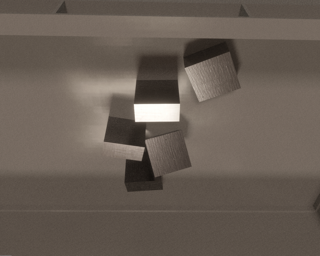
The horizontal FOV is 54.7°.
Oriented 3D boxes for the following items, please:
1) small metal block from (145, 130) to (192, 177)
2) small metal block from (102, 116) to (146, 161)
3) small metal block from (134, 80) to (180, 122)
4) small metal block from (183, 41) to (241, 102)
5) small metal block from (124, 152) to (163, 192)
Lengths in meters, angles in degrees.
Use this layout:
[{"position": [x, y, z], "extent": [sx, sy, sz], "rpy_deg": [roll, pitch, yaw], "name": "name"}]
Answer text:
[{"position": [0.009, 0.033, 0.413], "extent": [0.050, 0.025, 0.050], "rpy_deg": [-15, 91, -8], "name": "small metal block"}, {"position": [-0.046, 0.013, 0.403], "extent": [0.050, 0.050, 0.025], "rpy_deg": [9, 130, -8], "name": "small metal block"}, {"position": [-0.003, -0.033, 0.365], "extent": [0.050, 0.050, 0.025], "rpy_deg": [0, 130, 0], "name": "small metal block"}, {"position": [0.060, -0.064, 0.356], "extent": [0.050, 0.025, 0.050], "rpy_deg": [-18, 128, 14], "name": "small metal block"}, {"position": [-0.022, 0.062, 0.443], "extent": [0.050, 0.050, 0.025], "rpy_deg": [-4, 139, 3], "name": "small metal block"}]
